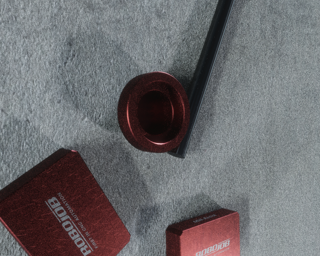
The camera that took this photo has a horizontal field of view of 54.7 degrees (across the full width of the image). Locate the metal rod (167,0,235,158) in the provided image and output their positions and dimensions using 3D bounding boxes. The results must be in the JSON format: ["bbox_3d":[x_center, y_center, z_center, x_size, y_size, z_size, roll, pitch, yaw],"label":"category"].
[{"bbox_3d":[0.070,-0.098,0.465,0.025,0.025,0.299,31,71,-36],"label":"metal rod"}]

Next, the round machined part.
[{"bbox_3d":[-0.012,-0.019,0.386,0.099,0.042,0.097,0,90,-40],"label":"round machined part"}]

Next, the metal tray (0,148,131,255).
[{"bbox_3d":[-0.097,0.098,0.322,0.091,0.030,0.129,-40,115,-33],"label":"metal tray"}]

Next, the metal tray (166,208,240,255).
[{"bbox_3d":[0.068,0.179,0.461,0.131,0.030,0.089,-3,92,-40],"label":"metal tray"}]
